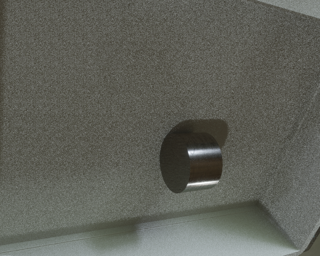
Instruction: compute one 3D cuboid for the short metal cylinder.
[{"bbox_3d":[0.041,0.046,0.426,0.050,0.080,0.079,-2,119,-28],"label":"short metal cylinder"}]
